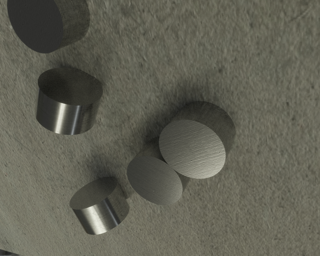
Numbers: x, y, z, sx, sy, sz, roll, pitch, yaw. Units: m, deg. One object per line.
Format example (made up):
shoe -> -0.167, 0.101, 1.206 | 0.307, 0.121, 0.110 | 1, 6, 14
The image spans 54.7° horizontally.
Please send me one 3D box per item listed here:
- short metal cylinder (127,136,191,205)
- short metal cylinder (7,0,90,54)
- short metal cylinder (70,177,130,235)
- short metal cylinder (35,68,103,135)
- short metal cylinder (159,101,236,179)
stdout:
short metal cylinder -> 0.002, 0.058, 0.424 | 0.080, 0.050, 0.079 | 13, 124, 20
short metal cylinder -> -0.133, -0.137, 0.375 | 0.080, 0.050, 0.079 | 13, 124, 20
short metal cylinder -> -0.096, 0.123, 0.495 | 0.080, 0.080, 0.050 | -9, 114, 32
short metal cylinder -> -0.121, -0.036, 0.411 | 0.080, 0.080, 0.050 | 30, 128, 8
short metal cylinder -> 0.046, 0.014, 0.374 | 0.080, 0.050, 0.079 | 13, 124, 20
